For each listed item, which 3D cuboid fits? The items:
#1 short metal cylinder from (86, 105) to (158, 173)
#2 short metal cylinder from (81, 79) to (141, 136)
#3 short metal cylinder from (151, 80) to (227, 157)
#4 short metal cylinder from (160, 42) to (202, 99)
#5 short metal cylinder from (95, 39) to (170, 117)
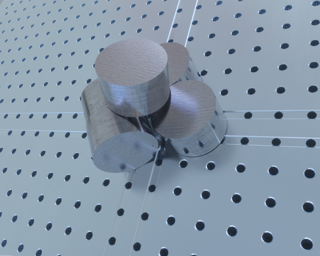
[{"bbox_3d":[-0.048,0.013,0.389,0.080,0.080,0.050,-30,52,9],"label":"short metal cylinder"},{"bbox_3d":[-0.062,-0.025,0.419,0.080,0.080,0.050,-30,52,9],"label":"short metal cylinder"},{"bbox_3d":[0.036,-0.011,0.378,0.080,0.050,0.080,-13,56,20],"label":"short metal cylinder"},{"bbox_3d":[0.011,-0.071,0.427,0.080,0.050,0.080,-13,56,20],"label":"short metal cylinder"},{"bbox_3d":[-0.030,-0.059,0.360,0.080,0.050,0.080,-2,51,3],"label":"short metal cylinder"}]
